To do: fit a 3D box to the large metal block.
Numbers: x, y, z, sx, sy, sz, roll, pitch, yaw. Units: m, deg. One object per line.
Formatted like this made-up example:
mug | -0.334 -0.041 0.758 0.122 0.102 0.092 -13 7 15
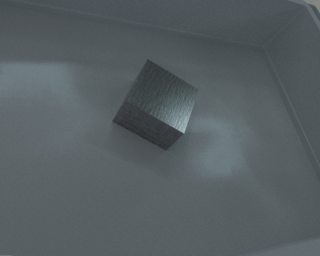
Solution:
large metal block | -0.004 -0.030 0.407 0.080 0.050 0.080 29 52 -10
